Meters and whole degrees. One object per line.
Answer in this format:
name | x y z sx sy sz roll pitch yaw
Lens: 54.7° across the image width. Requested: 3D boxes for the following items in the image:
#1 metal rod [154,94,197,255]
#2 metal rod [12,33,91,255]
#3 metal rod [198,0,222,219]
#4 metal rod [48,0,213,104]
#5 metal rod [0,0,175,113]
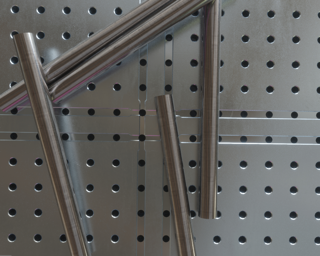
metal rod | 0.027 0.105 0.413 0.025 0.025 0.298 -9 90 0
metal rod | -0.135 0.031 0.396 0.025 0.025 0.298 -13 96 0
metal rod | 0.067 -0.031 0.414 0.025 0.025 0.298 1 90 -1
metal rod | -0.018 -0.122 0.397 0.301 0.025 0.025 -32 91 5
metal rod | -0.084 -0.113 0.412 0.301 0.025 0.025 -33 90 -1
